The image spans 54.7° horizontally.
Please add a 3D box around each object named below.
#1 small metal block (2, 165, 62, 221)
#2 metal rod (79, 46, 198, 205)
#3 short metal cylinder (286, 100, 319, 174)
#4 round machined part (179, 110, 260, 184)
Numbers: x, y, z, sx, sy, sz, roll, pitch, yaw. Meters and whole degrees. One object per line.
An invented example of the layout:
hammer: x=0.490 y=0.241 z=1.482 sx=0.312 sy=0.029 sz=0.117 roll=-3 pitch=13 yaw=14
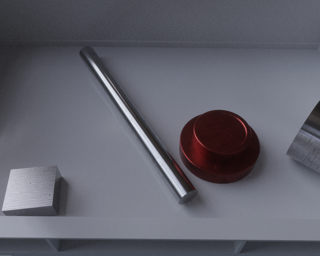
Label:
small metal block: x=-0.139 y=0.071 z=0.343 sx=0.050 sy=0.025 sz=0.050 roll=-5 pitch=50 yaw=-5
metal rod: x=-0.044 y=-0.023 z=0.423 sx=0.025 sy=0.025 sz=0.300 roll=-24 pitch=54 yaw=-19
short metal cylinder: x=0.193 y=0.011 z=0.363 sx=0.050 sy=0.080 sz=0.080 roll=33 pitch=57 yaw=24
round machined part: x=0.074 y=0.016 z=0.382 sx=0.099 sy=0.042 sz=0.098 roll=0 pitch=50 yaw=0
